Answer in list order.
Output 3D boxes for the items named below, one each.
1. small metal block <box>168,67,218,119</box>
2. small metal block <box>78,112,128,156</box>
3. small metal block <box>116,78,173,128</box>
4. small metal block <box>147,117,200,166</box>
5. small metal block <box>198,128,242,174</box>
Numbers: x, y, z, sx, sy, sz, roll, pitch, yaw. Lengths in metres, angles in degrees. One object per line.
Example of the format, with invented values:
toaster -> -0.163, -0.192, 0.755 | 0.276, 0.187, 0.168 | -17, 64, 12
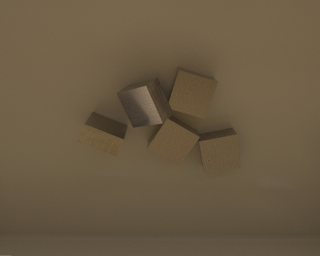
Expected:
small metal block -> 0.040, -0.045, 0.395 | 0.050, 0.025, 0.050 | 16, 109, -6
small metal block -> -0.072, 0.007, 0.399 | 0.050, 0.050, 0.025 | 22, 109, -8
small metal block -> -0.019, -0.030, 0.387 | 0.050, 0.025, 0.050 | -8, 115, 39
small metal block -> 0.018, 0.015, 0.417 | 0.050, 0.025, 0.050 | 30, 107, -11
small metal block -> 0.081, 0.031, 0.424 | 0.050, 0.025, 0.050 | -11, 110, 3
